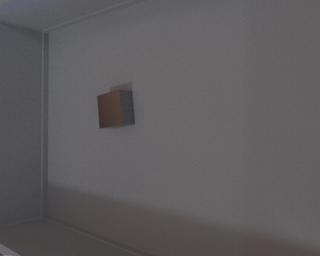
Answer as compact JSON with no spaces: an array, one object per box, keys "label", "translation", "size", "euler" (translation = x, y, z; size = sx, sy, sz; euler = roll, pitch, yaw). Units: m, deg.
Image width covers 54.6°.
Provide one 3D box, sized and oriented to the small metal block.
[{"label":"small metal block","translation":[-0.066,-0.027,0.463],"size":[0.050,0.025,0.050],"euler":[-9,84,39]}]
